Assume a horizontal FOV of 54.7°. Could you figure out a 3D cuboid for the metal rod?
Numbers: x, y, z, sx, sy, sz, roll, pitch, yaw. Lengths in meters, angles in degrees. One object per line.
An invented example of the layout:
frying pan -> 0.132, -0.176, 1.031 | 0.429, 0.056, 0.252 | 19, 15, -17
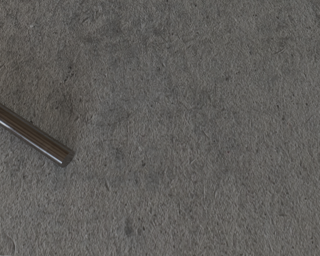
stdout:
metal rod -> -0.243, -0.037, 0.418 | 0.301, 0.025, 0.025 | 31, 73, 10
